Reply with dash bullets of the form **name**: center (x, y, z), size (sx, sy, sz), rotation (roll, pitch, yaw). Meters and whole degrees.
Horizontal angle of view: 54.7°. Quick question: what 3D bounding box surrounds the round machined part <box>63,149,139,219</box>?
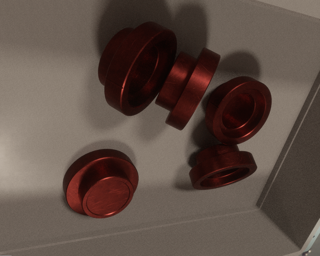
- **round machined part**: center (-0.074, 0.080, 0.408), size (0.099, 0.042, 0.097), rotation (-14, 125, -21)

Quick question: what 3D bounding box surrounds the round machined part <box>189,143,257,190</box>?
- **round machined part**: center (0.091, 0.056, 0.466), size (0.099, 0.042, 0.098), rotation (-12, 153, -6)

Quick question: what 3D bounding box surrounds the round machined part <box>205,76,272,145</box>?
- **round machined part**: center (0.105, -0.028, 0.440), size (0.099, 0.042, 0.097), rotation (-14, 124, -22)

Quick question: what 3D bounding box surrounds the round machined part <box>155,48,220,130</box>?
- **round machined part**: center (0.027, -0.049, 0.360), size (0.042, 0.098, 0.097), rotation (27, 107, -1)

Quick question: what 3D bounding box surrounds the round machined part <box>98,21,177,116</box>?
- **round machined part**: center (-0.027, -0.065, 0.324), size (0.098, 0.042, 0.098), rotation (-52, 162, -23)
